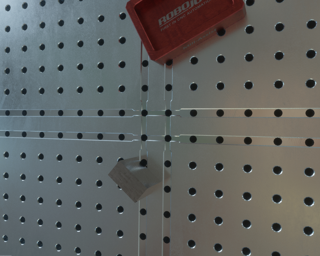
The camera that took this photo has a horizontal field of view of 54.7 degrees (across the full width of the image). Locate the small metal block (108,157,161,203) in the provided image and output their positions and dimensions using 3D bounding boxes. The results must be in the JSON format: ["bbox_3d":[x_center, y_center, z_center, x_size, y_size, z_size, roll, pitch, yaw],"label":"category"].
[{"bbox_3d":[-0.032,0.067,0.410,0.050,0.050,0.025,43,103,14],"label":"small metal block"}]

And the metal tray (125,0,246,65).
[{"bbox_3d":[0.031,-0.152,0.398,0.130,0.030,0.090,-28,81,17],"label":"metal tray"}]
